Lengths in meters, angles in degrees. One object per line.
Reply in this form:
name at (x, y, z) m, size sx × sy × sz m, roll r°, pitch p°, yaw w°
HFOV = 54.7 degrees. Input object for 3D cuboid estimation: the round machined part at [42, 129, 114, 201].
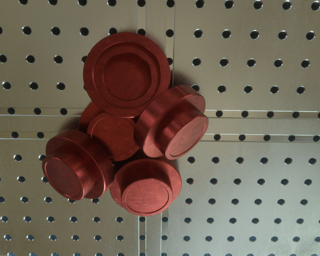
round machined part at (-0.111, 0.054, 0.397) m, size 0.098 × 0.042 × 0.097 m, roll 17°, pitch 128°, yaw 24°

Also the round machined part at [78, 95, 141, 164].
round machined part at (-0.057, 0.004, 0.404) m, size 0.099 × 0.042 × 0.097 m, roll 0°, pitch 110°, yaw -1°

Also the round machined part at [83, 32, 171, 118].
round machined part at (-0.039, -0.060, 0.370) m, size 0.099 × 0.042 × 0.097 m, roll 0°, pitch 89°, yaw -6°

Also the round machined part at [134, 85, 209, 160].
round machined part at (0.020, 0.000, 0.373) m, size 0.042 × 0.099 × 0.098 m, roll 45°, pitch 109°, yaw 28°

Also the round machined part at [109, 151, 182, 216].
round machined part at (-0.019, 0.081, 0.421) m, size 0.099 × 0.042 × 0.097 m, roll -3°, pitch 122°, yaw -5°
